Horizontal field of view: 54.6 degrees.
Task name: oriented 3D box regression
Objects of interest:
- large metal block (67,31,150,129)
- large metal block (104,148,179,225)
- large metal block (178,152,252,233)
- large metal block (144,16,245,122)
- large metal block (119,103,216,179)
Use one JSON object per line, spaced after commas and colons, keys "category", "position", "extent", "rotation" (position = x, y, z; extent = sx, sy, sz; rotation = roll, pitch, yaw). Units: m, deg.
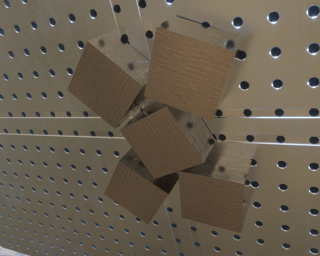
{"category": "large metal block", "position": [-0.058, -0.060, 0.389], "extent": [0.080, 0.050, 0.080], "rotation": [39, 130, 2]}
{"category": "large metal block", "position": [-0.026, 0.082, 0.458], "extent": [0.080, 0.050, 0.080], "rotation": [33, 129, 7]}
{"category": "large metal block", "position": [0.073, 0.081, 0.407], "extent": [0.080, 0.050, 0.080], "rotation": [8, 122, 23]}
{"category": "large metal block", "position": [0.035, -0.065, 0.335], "extent": [0.080, 0.050, 0.079], "rotation": [21, 127, 12]}
{"category": "large metal block", "position": [0.011, 0.010, 0.395], "extent": [0.080, 0.050, 0.080], "rotation": [-25, 105, 37]}
